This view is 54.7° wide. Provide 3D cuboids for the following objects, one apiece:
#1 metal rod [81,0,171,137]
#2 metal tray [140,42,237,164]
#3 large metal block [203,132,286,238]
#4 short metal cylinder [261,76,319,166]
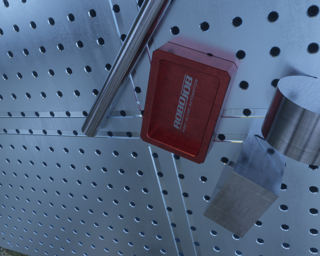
[{"bbox_3d":[-0.037,-0.089,0.375,0.025,0.025,0.298,38,129,2],"label":"metal rod"},{"bbox_3d":[0.029,-0.027,0.375,0.090,0.030,0.129,22,127,15],"label":"metal tray"},{"bbox_3d":[0.100,0.065,0.363,0.050,0.080,0.079,30,128,9],"label":"large metal block"},{"bbox_3d":[0.144,-0.009,0.294,0.080,0.080,0.050,20,126,16],"label":"short metal cylinder"}]
